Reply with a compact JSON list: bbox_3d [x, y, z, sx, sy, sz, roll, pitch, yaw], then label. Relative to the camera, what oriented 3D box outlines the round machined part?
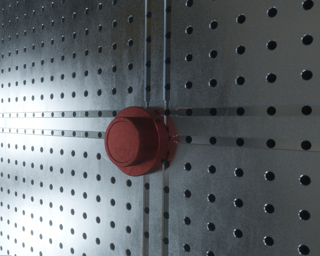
[{"bbox_3d":[-0.039,0.019,0.428,0.098,0.042,0.097,0,90,39],"label":"round machined part"}]
